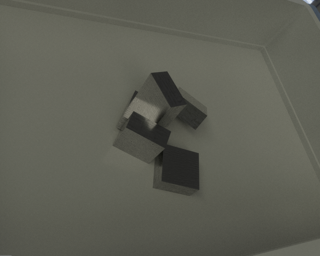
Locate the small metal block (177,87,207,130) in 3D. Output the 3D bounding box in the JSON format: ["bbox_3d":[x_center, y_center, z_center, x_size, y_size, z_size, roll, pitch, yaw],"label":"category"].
[{"bbox_3d":[0.038,-0.029,0.430,0.050,0.025,0.050,37,18,-4],"label":"small metal block"}]

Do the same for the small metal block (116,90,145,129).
[{"bbox_3d":[-0.022,-0.013,0.401,0.050,0.025,0.050,28,47,-11],"label":"small metal block"}]

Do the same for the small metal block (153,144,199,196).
[{"bbox_3d":[0.021,0.053,0.386,0.050,0.025,0.050,17,55,-19],"label":"small metal block"}]

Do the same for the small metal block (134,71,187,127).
[{"bbox_3d":[-0.001,-0.033,0.377,0.025,0.050,0.050,-13,66,-37],"label":"small metal block"}]

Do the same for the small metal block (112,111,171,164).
[{"bbox_3d":[-0.023,0.013,0.371,0.050,0.050,0.025,29,53,-11],"label":"small metal block"}]
